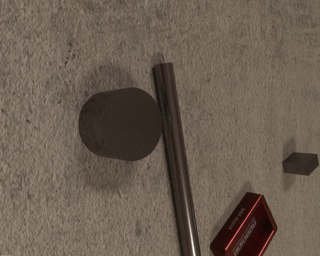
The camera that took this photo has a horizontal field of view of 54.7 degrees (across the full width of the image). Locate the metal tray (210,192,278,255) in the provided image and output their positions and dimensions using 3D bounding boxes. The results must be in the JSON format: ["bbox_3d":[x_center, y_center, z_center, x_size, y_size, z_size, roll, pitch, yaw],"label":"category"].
[{"bbox_3d":[0.147,0.186,0.528,0.131,0.030,0.090,-43,116,-32],"label":"metal tray"}]

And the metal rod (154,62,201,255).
[{"bbox_3d":[0.027,0.061,0.429,0.025,0.025,0.298,-15,100,-39],"label":"metal rod"}]

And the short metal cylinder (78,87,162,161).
[{"bbox_3d":[-0.044,-0.004,0.353,0.081,0.050,0.079,0,90,-40],"label":"short metal cylinder"}]

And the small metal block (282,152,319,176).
[{"bbox_3d":[0.289,0.073,0.635,0.050,0.050,0.025,-26,107,-37],"label":"small metal block"}]
